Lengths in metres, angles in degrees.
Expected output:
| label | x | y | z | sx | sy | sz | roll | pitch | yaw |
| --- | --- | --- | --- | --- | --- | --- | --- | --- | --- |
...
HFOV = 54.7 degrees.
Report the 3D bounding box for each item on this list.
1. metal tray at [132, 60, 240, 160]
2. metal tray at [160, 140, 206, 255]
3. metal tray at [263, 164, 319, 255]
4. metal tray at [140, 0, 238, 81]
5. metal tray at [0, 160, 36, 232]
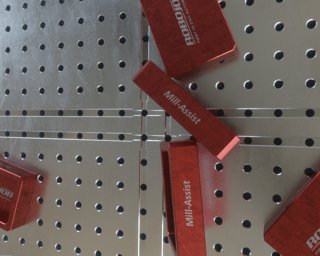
| label | x | y | z | sx | sy | sz | roll | pitch | yaw |
| --- | --- | --- | --- | --- | --- | --- | --- | --- | --- |
| metal tray | 0.034 | -0.018 | 0.363 | 0.130 | 0.090 | 0.030 | 43 | 96 | 14 |
| metal tray | 0.024 | 0.080 | 0.366 | 0.030 | 0.090 | 0.129 | -5 | 88 | -6 |
| metal tray | 0.191 | 0.102 | 0.343 | 0.090 | 0.030 | 0.129 | 39 | 102 | 15 |
| metal tray | 0.034 | -0.138 | 0.397 | 0.090 | 0.030 | 0.129 | -22 | 83 | 18 |
| metal tray | -0.271 | 0.099 | 0.503 | 0.130 | 0.030 | 0.089 | 17 | 96 | 18 |
